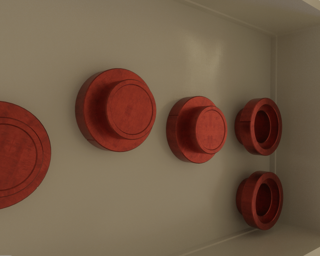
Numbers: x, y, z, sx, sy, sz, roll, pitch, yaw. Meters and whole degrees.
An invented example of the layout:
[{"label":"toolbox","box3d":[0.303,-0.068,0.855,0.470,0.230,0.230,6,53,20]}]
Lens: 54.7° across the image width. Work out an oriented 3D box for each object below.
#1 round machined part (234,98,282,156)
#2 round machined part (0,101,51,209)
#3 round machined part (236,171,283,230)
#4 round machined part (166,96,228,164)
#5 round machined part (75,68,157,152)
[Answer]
[{"label":"round machined part","box3d":[0.166,-0.002,0.534,0.099,0.042,0.097,0,90,-40]},{"label":"round machined part","box3d":[-0.145,0.024,0.274,0.099,0.042,0.097,0,90,-40]},{"label":"round machined part","box3d":[0.169,0.123,0.537,0.099,0.042,0.097,0,90,-40]},{"label":"round machined part","box3d":[0.059,0.002,0.445,0.099,0.042,0.097,0,90,-40]},{"label":"round machined part","box3d":[-0.043,-0.021,0.359,0.099,0.042,0.097,0,90,-40]}]
